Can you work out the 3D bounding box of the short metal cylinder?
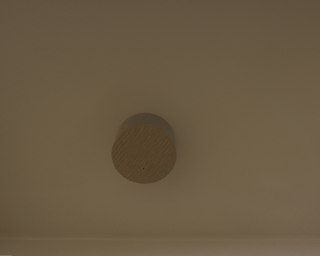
[{"bbox_3d":[-0.020,0.026,0.407,0.081,0.050,0.079,0,110,-1],"label":"short metal cylinder"}]
